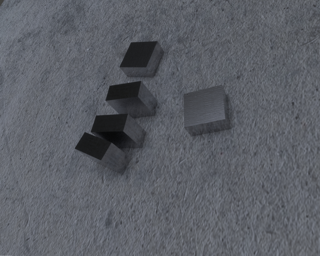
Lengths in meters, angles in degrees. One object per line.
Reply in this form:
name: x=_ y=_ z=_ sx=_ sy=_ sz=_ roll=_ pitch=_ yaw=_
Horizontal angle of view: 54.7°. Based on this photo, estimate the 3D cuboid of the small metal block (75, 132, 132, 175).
small metal block: x=-0.074 y=0.034 z=0.406 sx=0.050 sy=0.050 sz=0.025 roll=17 pitch=71 yaw=35

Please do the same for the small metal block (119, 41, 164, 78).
small metal block: x=-0.028 y=-0.107 z=0.484 sx=0.050 sy=0.025 sz=0.050 roll=7 pitch=65 yaw=31

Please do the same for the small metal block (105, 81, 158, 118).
small metal block: x=-0.038 y=-0.038 z=0.431 sx=0.050 sy=0.050 sz=0.025 roll=-5 pitch=60 yaw=26

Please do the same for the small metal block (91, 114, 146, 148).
small metal block: x=-0.054 y=0.005 z=0.413 sx=0.050 sy=0.050 sz=0.025 roll=-2 pitch=61 yaw=27

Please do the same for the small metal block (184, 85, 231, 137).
small metal block: x=0.058 y=-0.021 z=0.386 sx=0.050 sy=0.025 sz=0.050 roll=-12 pitch=57 yaw=21
